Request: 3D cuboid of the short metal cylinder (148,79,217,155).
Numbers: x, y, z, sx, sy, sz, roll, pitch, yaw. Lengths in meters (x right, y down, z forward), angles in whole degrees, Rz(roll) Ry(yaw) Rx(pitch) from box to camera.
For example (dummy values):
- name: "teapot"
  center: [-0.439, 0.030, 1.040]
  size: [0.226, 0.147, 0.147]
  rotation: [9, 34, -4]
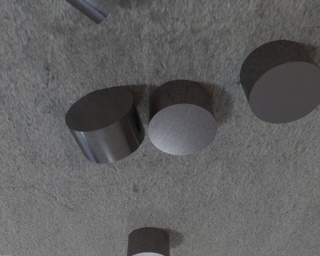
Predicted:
- name: "short metal cylinder"
  center: [0.026, -0.012, 0.381]
  size: [0.081, 0.050, 0.079]
  rotation: [0, 130, 0]

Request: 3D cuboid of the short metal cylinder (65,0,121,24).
- name: "short metal cylinder"
  center: [-0.050, -0.135, 0.256]
  size: [0.050, 0.080, 0.080]
  rotation: [34, 122, -26]

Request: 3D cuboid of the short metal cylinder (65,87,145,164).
- name: "short metal cylinder"
  center: [-0.063, -0.004, 0.366]
  size: [0.080, 0.080, 0.050]
  rotation: [-11, 129, 8]

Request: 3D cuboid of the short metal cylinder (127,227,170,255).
- name: "short metal cylinder"
  center: [-0.022, 0.233, 0.589]
  size: [0.081, 0.050, 0.079]
  rotation: [0, 130, 0]

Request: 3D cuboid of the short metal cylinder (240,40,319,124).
- name: "short metal cylinder"
  center: [0.136, -0.051, 0.349]
  size: [0.081, 0.050, 0.079]
  rotation: [0, 130, 0]
